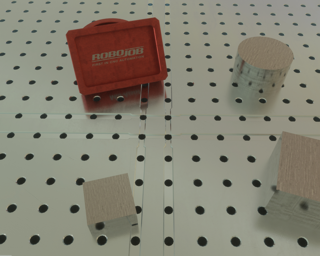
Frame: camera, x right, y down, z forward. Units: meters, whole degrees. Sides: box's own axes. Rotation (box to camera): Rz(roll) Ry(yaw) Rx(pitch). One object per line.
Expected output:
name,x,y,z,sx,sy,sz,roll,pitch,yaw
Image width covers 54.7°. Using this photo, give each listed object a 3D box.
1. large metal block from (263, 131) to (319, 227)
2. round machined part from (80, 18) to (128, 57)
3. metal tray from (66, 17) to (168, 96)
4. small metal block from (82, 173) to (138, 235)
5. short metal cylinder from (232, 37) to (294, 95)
large metal block,0.167,0.058,0.345,0.080,0.050,0.080,15,51,11
round machined part,-0.081,-0.136,0.510,0.099,0.042,0.098,0,50,0
metal tray,-0.061,-0.105,0.452,0.131,0.089,0.030,-13,16,-11
small metal block,-0.055,0.082,0.338,0.050,0.025,0.050,-11,51,-10
short metal cylinder,0.155,-0.096,0.474,0.081,0.050,0.080,0,50,0
